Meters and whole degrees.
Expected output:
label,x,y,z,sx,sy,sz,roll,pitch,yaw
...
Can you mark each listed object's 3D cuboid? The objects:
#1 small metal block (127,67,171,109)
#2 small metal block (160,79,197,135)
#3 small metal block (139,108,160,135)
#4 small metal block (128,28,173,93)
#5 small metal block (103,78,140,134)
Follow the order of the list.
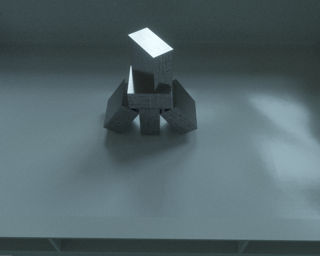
label,x,y,z,sx,sy,sz,roll,pitch,yaw
small metal block,-0.012,-0.050,0.379,0.050,0.025,0.050,1,50,0
small metal block,0.024,-0.027,0.406,0.025,0.050,0.050,-23,44,26
small metal block,-0.013,-0.026,0.408,0.025,0.050,0.050,1,50,1
small metal block,-0.010,-0.077,0.353,0.025,0.050,0.050,-29,56,-21
small metal block,-0.049,-0.028,0.406,0.025,0.050,0.050,24,45,-25
